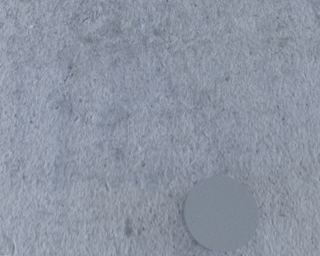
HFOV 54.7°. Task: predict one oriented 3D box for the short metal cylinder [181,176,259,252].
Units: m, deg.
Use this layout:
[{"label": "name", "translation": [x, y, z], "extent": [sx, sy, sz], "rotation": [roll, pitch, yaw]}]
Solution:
[{"label": "short metal cylinder", "translation": [0.067, 0.100, 0.359], "extent": [0.081, 0.050, 0.080], "rotation": [0, 70, 0]}]
